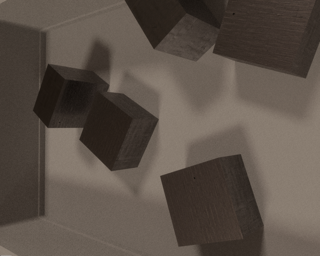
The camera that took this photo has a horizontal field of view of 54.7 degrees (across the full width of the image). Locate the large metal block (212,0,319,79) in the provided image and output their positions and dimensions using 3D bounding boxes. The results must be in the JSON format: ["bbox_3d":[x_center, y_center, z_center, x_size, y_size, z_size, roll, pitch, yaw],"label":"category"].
[{"bbox_3d":[0.109,-0.099,0.300,0.080,0.050,0.079,25,106,37],"label":"large metal block"}]

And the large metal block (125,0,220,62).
[{"bbox_3d":[0.018,-0.129,0.355,0.050,0.081,0.080,-42,65,32],"label":"large metal block"}]

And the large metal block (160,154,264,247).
[{"bbox_3d":[0.056,0.080,0.343,0.080,0.050,0.080,-24,75,37],"label":"large metal block"}]

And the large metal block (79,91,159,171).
[{"bbox_3d":[-0.060,0.003,0.438,0.080,0.050,0.079,37,112,33],"label":"large metal block"}]

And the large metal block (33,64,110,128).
[{"bbox_3d":[-0.137,-0.047,0.481,0.050,0.081,0.079,40,114,32],"label":"large metal block"}]
